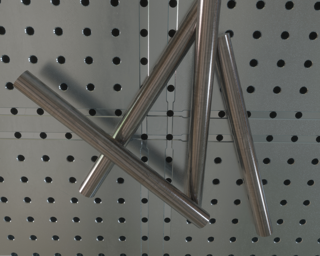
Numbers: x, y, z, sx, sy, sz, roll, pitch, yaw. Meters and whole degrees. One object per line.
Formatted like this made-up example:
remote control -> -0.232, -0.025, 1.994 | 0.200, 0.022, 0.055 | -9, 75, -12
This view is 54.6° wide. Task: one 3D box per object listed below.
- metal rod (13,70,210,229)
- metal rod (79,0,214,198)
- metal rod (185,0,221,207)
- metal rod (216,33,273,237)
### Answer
metal rod -> -0.051, 0.036, 0.398 | 0.300, 0.025, 0.025 | 40, 105, -14
metal rod -> -0.025, -0.027, 0.402 | 0.025, 0.025, 0.299 | 31, 107, -11
metal rod -> 0.051, -0.021, 0.390 | 0.025, 0.025, 0.298 | 1, 116, 0
metal rod -> 0.115, 0.023, 0.422 | 0.025, 0.025, 0.299 | -16, 109, 6
